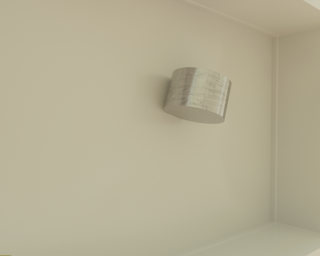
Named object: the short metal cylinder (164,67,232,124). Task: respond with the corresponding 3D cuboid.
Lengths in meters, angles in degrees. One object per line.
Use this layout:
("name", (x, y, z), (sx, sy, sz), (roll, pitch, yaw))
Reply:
("short metal cylinder", (0.050, -0.041, 0.412), (0.080, 0.080, 0.050), (21, 77, -38))
